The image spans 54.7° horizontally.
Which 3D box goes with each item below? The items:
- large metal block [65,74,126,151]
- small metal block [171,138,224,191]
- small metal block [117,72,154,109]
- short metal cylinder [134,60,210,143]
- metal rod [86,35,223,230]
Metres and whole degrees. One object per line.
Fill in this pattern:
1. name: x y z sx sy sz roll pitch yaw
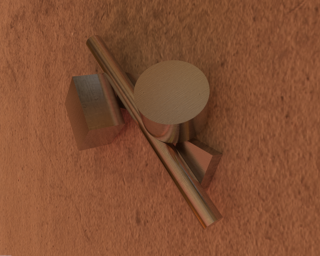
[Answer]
1. large metal block: -0.097 -0.022 0.446 0.080 0.050 0.080 -45 61 57
2. small metal block: 0.041 0.042 0.372 0.050 0.025 0.050 31 109 35
3. small metal block: -0.033 -0.050 0.432 0.050 0.025 0.050 16 100 38
4. short metal cylinder: 0.015 -0.029 0.350 0.080 0.050 0.080 -2 65 6
5. metal rod: -0.020 -0.012 0.388 0.025 0.025 0.299 -48 62 29
